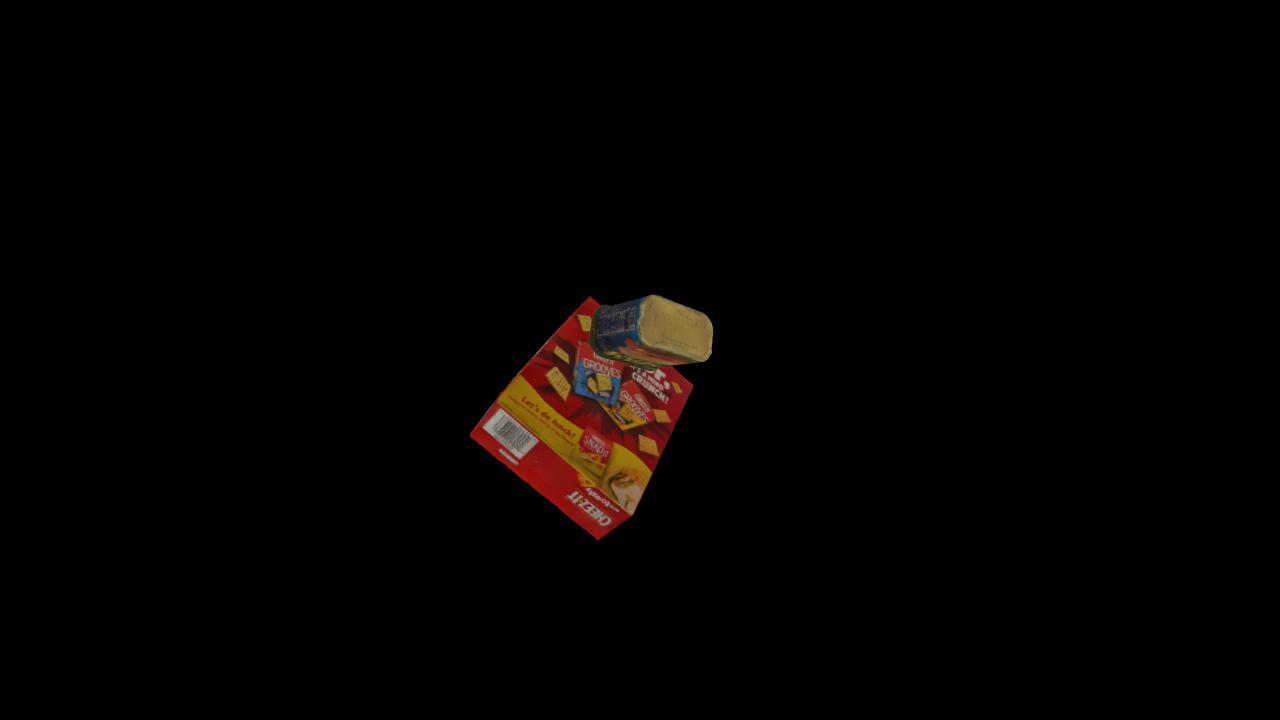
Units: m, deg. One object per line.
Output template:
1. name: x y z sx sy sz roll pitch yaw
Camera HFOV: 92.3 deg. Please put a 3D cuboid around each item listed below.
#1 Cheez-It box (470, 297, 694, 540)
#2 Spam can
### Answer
1. Cheez-It box: -0.049 0.049 0.652 0.071 0.166 0.223 -43 10 37
2. Spam can: 0.013 -0.027 0.638 0.101 0.058 0.085 16 -15 -37
